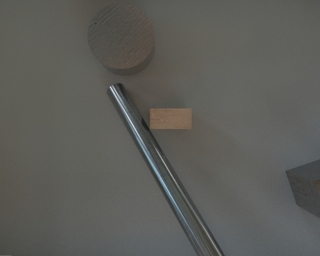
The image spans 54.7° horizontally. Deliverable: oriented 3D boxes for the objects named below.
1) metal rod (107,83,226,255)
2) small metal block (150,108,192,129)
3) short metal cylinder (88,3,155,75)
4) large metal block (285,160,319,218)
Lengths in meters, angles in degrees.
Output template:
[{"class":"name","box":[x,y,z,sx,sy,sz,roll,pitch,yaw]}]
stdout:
[{"class":"metal rod","box":[0.012,0.066,0.352,0.025,0.025,0.299,-31,66,0]},{"class":"small metal block","box":[0.013,-0.011,0.399,0.050,0.050,0.025,0,90,-1]},{"class":"short metal cylinder","box":[-0.047,-0.111,0.398,0.081,0.050,0.079,0,90,-1]},{"class":"large metal block","box":[0.219,0.070,0.387,0.080,0.080,0.050,-18,90,0]}]
